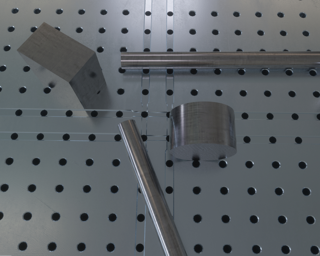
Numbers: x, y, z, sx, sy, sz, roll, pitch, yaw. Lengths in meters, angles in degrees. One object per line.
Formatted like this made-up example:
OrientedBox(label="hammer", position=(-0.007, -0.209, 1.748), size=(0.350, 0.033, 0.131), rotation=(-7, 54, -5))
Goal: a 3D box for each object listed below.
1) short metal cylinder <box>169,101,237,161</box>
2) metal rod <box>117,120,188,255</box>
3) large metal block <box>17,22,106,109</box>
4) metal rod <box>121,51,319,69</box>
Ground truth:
OrientedBox(label="short metal cylinder", position=(0.052, 0.007, 0.381), size=(0.081, 0.080, 0.050), rotation=(1, 70, 0))
OrientedBox(label="metal rod", position=(0.009, 0.126, 0.365), size=(0.025, 0.025, 0.299), rotation=(-20, 71, -7))
OrientedBox(label="large metal block", position=(-0.125, -0.079, 0.411), size=(0.080, 0.080, 0.050), rotation=(32, 73, 11))
OrientedBox(label="metal rod", position=(0.096, -0.098, 0.448), size=(0.302, 0.025, 0.025), rotation=(0, 70, -1))
